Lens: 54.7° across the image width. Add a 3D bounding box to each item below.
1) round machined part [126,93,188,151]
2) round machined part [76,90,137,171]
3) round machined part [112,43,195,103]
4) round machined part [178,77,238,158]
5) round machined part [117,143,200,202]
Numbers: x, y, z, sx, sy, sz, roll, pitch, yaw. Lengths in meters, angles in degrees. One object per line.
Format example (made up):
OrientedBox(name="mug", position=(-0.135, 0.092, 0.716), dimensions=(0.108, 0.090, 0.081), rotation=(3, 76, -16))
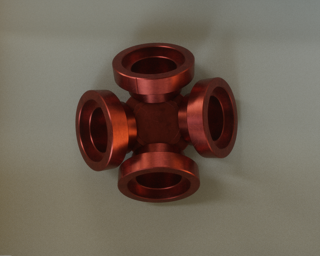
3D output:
OrientedBox(name="round machined part", position=(-0.003, -0.006, 0.401), dimensions=(0.099, 0.042, 0.097), rotation=(0, 90, -1))
OrientedBox(name="round machined part", position=(-0.064, 0.002, 0.382), dimensions=(0.042, 0.098, 0.097), rotation=(-7, 90, -38))
OrientedBox(name="round machined part", position=(-0.007, -0.066, 0.382), dimensions=(0.099, 0.098, 0.042), rotation=(-4, 128, -1))
OrientedBox(name="round machined part", position=(0.058, -0.012, 0.384), dimensions=(0.042, 0.099, 0.097), rotation=(-3, 90, 36))
OrientedBox(name="round machined part", position=(-0.002, 0.054, 0.382), dimensions=(0.099, 0.097, 0.042), rotation=(-1, 54, -1))
